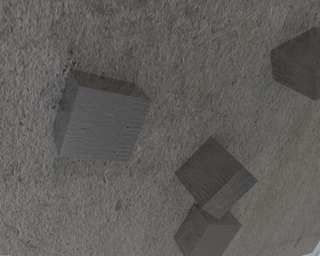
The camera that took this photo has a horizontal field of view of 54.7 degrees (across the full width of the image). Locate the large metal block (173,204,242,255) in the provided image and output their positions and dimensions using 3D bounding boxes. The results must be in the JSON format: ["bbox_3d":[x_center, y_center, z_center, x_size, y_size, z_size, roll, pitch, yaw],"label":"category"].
[{"bbox_3d":[0.084,0.184,0.550,0.081,0.050,0.080,14,111,-34],"label":"large metal block"}]

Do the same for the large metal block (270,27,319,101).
[{"bbox_3d":[0.216,-0.092,0.432,0.080,0.080,0.050,-29,128,-10],"label":"large metal block"}]

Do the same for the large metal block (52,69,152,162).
[{"bbox_3d":[-0.067,-0.012,0.346,0.081,0.050,0.079,8,114,-32],"label":"large metal block"}]

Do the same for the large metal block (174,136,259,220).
[{"bbox_3d":[0.082,0.073,0.460,0.080,0.080,0.050,-46,129,4],"label":"large metal block"}]
